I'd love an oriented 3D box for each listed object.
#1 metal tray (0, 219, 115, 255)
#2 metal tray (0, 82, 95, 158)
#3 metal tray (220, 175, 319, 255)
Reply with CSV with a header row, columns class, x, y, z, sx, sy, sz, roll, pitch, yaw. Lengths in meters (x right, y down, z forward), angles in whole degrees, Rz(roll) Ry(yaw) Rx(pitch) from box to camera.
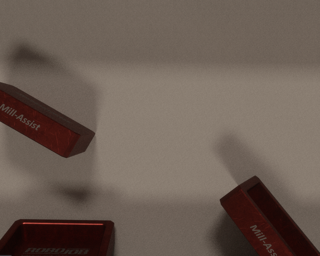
class,x,y,z,sx,sy,sz,roll,pitch,yaw
metal tray,-0.126,0.149,0.375,0.131,0.090,0.030,1,106,-1
metal tray,-0.150,-0.012,0.376,0.130,0.090,0.030,30,90,-1
metal tray,0.133,0.121,0.360,0.030,0.090,0.130,-44,70,22
